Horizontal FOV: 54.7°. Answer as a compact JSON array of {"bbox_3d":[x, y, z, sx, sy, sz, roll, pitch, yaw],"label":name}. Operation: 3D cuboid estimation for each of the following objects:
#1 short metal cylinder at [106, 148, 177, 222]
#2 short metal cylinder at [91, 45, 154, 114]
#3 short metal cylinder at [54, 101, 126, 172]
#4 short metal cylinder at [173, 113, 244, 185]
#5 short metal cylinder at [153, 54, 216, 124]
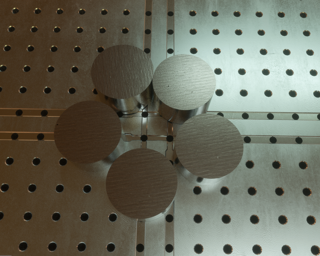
[{"bbox_3d":[-0.020,0.069,0.371,0.080,0.050,0.080,0,70,0],"label":"short metal cylinder"},{"bbox_3d":[-0.048,-0.065,0.421,0.081,0.050,0.080,0,70,0],"label":"short metal cylinder"},{"bbox_3d":[-0.086,0.012,0.393,0.081,0.050,0.080,0,70,0],"label":"short metal cylinder"},{"bbox_3d":[0.058,0.028,0.388,0.081,0.050,0.080,0,71,0],"label":"short metal cylinder"},{"bbox_3d":[0.031,-0.051,0.416,0.081,0.050,0.080,0,70,0],"label":"short metal cylinder"}]
